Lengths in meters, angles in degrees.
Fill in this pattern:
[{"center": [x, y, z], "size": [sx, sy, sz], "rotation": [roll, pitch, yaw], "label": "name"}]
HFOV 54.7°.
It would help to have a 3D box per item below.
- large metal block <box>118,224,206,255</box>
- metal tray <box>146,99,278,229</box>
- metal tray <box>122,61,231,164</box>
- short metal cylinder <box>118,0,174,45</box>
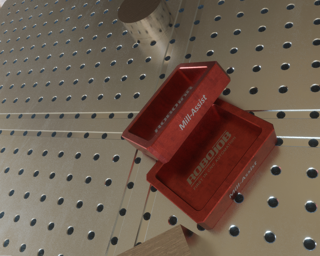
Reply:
[{"center": [0.007, 0.152, 0.295], "size": [0.080, 0.050, 0.080], "rotation": [-29, 52, 9], "label": "large metal block"}, {"center": [0.057, 0.035, 0.353], "size": [0.090, 0.030, 0.130], "rotation": [33, 80, 38], "label": "metal tray"}, {"center": [0.017, -0.024, 0.386], "size": [0.130, 0.030, 0.090], "rotation": [-52, 26, -10], "label": "metal tray"}, {"center": [-0.023, -0.188, 0.520], "size": [0.080, 0.050, 0.080], "rotation": [-13, 56, 21], "label": "short metal cylinder"}]
